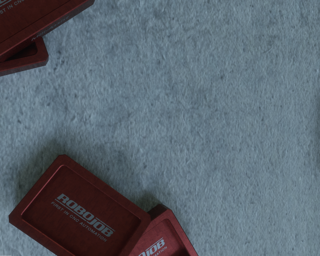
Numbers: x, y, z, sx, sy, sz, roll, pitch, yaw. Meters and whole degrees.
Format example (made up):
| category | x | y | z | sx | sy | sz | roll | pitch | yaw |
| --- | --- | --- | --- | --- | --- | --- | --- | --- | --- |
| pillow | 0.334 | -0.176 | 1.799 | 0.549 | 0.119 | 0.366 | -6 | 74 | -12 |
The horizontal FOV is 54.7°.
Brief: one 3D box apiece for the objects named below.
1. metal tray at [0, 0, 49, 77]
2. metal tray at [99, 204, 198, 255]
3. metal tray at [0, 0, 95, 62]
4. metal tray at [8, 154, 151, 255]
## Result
| category | x | y | z | sx | sy | sz | roll | pitch | yaw |
| --- | --- | --- | --- | --- | --- | --- | --- | --- | --- |
| metal tray | -0.187 | -0.123 | 0.336 | 0.091 | 0.030 | 0.129 | -20 | 97 | -19 |
| metal tray | -0.024 | 0.172 | 0.398 | 0.131 | 0.030 | 0.090 | -32 | 101 | -18 |
| metal tray | -0.143 | -0.141 | 0.320 | 0.130 | 0.030 | 0.090 | -40 | 103 | -16 |
| metal tray | -0.088 | 0.103 | 0.355 | 0.130 | 0.030 | 0.090 | 37 | 73 | -4 |
